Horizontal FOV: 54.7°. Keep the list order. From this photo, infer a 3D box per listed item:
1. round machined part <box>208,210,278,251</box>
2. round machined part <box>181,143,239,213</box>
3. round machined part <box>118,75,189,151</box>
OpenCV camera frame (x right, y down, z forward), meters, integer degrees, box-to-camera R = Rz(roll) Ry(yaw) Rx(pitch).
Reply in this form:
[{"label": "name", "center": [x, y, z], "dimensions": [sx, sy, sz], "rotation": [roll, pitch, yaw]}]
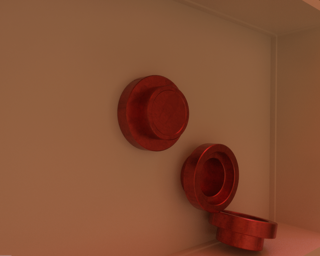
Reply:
[{"label": "round machined part", "center": [0.120, 0.151, 0.460], "dimensions": [0.099, 0.098, 0.042], "rotation": [19, 79, -39]}, {"label": "round machined part", "center": [0.069, 0.071, 0.453], "dimensions": [0.099, 0.042, 0.097], "rotation": [0, 90, -40]}, {"label": "round machined part", "center": [-0.001, -0.019, 0.394], "dimensions": [0.099, 0.042, 0.097], "rotation": [0, 90, -40]}]
